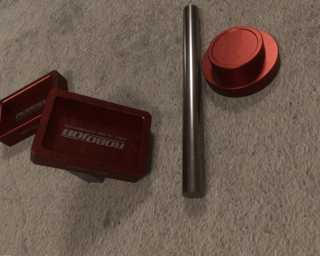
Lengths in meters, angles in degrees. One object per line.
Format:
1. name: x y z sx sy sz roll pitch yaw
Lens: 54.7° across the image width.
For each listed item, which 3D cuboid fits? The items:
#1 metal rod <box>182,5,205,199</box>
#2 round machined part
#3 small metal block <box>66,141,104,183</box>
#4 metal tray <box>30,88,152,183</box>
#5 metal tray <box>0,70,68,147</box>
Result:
1. metal rod: 0.043 -0.056 0.414 0.025 0.025 0.299 -11 57 22
2. round machined part: 0.099 -0.091 0.396 0.098 0.042 0.098 -13 56 20
3. small metal block: -0.094 0.041 0.410 0.025 0.050 0.050 -4 60 26
4. metal tray: -0.080 0.010 0.380 0.030 0.131 0.090 129 150 -56
5. metal tray: -0.221 -0.034 0.534 0.130 0.030 0.090 -26 53 11
